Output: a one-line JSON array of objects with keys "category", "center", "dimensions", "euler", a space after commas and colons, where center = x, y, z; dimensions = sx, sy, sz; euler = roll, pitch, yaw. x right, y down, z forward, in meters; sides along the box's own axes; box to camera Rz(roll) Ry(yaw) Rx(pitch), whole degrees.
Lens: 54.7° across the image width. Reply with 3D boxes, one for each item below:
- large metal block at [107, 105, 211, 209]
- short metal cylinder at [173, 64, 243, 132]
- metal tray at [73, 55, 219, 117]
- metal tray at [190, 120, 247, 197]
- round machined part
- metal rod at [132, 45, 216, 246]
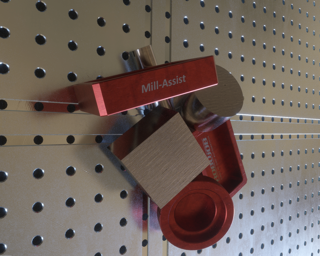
[{"category": "large metal block", "center": [-0.001, 0.032, 0.364], "dimensions": [0.080, 0.050, 0.080], "euler": [-40, 117, -13]}, {"category": "short metal cylinder", "center": [0.066, -0.041, 0.424], "dimensions": [0.081, 0.050, 0.080], "euler": [12, 62, -23]}, {"category": "metal tray", "center": [-0.016, -0.047, 0.330], "dimensions": [0.131, 0.090, 0.030], "euler": [-18, 104, -24]}, {"category": "metal tray", "center": [0.082, 0.048, 0.470], "dimensions": [0.091, 0.030, 0.129], "euler": [-32, 110, -36]}, {"category": "round machined part", "center": [0.044, 0.108, 0.413], "dimensions": [0.099, 0.042, 0.097], "euler": [-3, 104, -10]}, {"category": "metal rod", "center": [0.026, 0.035, 0.426], "dimensions": [0.025, 0.025, 0.298], "euler": [-32, 110, -36]}]
